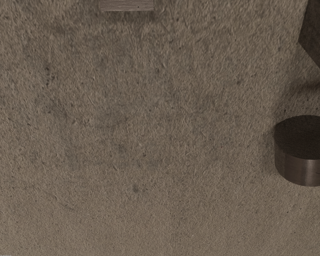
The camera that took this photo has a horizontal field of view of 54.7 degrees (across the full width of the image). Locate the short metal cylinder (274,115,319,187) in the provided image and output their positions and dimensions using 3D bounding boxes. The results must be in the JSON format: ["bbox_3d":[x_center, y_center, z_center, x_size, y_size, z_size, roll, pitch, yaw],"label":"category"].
[{"bbox_3d":[0.190,0.028,0.398,0.080,0.080,0.050,-11,129,8],"label":"short metal cylinder"}]

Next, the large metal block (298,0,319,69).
[{"bbox_3d":[0.193,-0.091,0.297,0.081,0.080,0.050,-2,130,1],"label":"large metal block"}]

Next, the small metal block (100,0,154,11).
[{"bbox_3d":[-0.031,-0.139,0.289,0.050,0.025,0.050,-1,130,0],"label":"small metal block"}]
